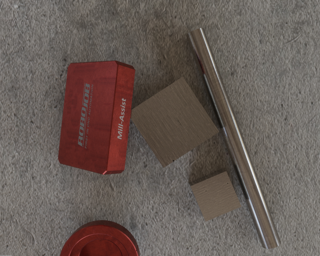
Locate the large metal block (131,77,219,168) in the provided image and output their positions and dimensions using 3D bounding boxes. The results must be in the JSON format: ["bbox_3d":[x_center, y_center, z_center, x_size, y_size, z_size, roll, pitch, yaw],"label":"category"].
[{"bbox_3d":[0.016,-0.007,0.398,0.080,0.050,0.080,-33,90,0],"label":"large metal block"}]

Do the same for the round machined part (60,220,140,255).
[{"bbox_3d":[-0.075,0.168,0.401,0.099,0.042,0.097,0,90,0],"label":"round machined part"}]

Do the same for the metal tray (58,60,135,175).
[{"bbox_3d":[-0.080,-0.014,0.383,0.090,0.030,0.129,6,90,36],"label":"metal tray"}]

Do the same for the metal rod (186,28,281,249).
[{"bbox_3d":[0.097,0.014,0.410,0.025,0.025,0.299,-20,90,0],"label":"metal rod"}]

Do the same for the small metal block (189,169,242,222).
[{"bbox_3d":[0.072,0.088,0.411,0.050,0.025,0.050,-23,90,0],"label":"small metal block"}]
